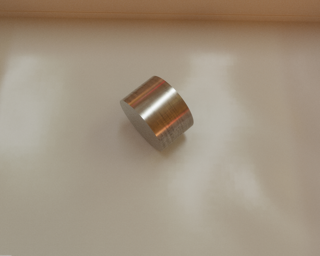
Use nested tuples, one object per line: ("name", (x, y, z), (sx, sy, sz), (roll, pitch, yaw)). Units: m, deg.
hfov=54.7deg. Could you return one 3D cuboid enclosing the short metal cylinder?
("short metal cylinder", (-0.004, -0.017, 0.384), (0.050, 0.080, 0.080), (-40, 75, -13))
